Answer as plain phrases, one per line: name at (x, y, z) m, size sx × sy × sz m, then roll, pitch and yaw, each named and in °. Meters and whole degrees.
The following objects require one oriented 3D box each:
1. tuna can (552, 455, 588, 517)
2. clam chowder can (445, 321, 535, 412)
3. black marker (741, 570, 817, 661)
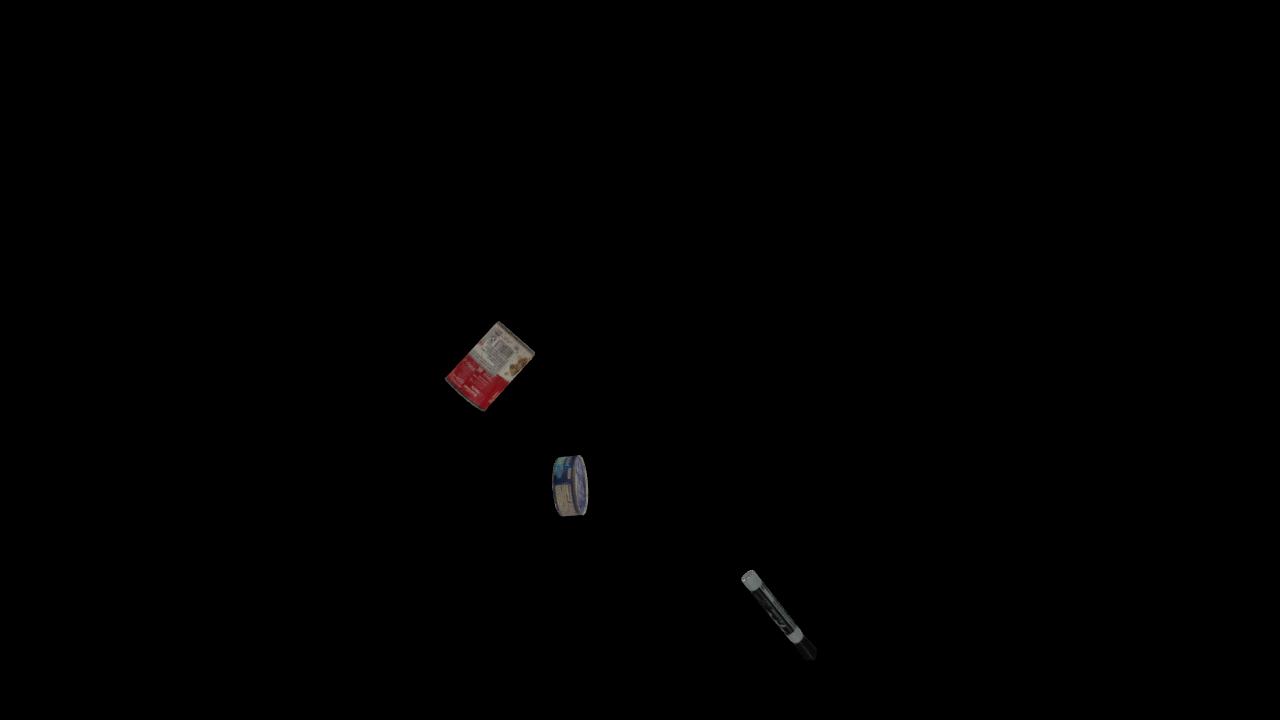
tuna can at (-0.097, 0.177, 0.866) m, size 0.034 × 0.084 × 0.084 m, roll -6°, pitch -1°, yaw 6°
clam chowder can at (-0.195, 0.007, 0.806) m, size 0.068 × 0.102 × 0.068 m, roll 40°, pitch -6°, yaw 5°
black marker at (0.159, 0.290, 0.695) m, size 0.020 × 0.121 × 0.020 m, roll -39°, pitch 1°, yaw 1°
